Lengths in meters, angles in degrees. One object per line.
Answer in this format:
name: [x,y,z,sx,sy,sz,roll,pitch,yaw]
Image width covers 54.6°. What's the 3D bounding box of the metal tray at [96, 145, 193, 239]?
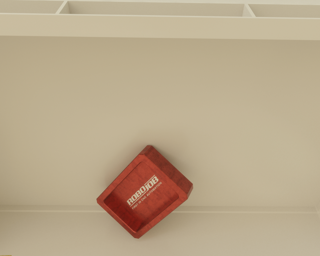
metal tray: [-0.026,0.098,0.462,0.090,0.030,0.129,43,120,1]
